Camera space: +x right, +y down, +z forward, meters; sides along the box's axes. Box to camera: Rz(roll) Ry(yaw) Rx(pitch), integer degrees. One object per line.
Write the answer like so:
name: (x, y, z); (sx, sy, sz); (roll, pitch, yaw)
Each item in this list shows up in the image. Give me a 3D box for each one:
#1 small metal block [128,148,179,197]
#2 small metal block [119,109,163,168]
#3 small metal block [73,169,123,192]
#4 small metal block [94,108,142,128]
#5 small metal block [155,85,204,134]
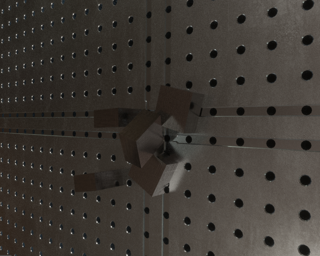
small metal block: (-0.010, 0.055, 0.416); (0.050, 0.025, 0.050); (36, 112, 34)
small metal block: (-0.022, 0.013, 0.385); (0.025, 0.050, 0.050); (22, 141, 26)
small metal block: (-0.093, 0.079, 0.467); (0.050, 0.050, 0.025); (-13, 82, 39)
small metal block: (-0.057, -0.013, 0.438); (0.050, 0.050, 0.025); (-2, 89, 39)
small metal block: (0.023, -0.024, 0.389); (0.050, 0.025, 0.050); (20, 102, 38)
